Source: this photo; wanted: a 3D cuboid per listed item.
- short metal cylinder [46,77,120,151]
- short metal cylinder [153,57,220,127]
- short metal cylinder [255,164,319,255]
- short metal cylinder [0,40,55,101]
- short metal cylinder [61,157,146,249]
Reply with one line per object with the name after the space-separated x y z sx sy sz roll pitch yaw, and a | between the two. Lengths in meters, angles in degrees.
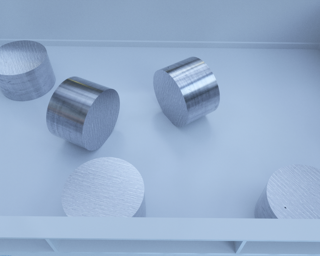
-0.092 -0.018 0.383 0.050 0.080 0.080 21 53 16 | short metal cylinder
0.033 -0.048 0.410 0.050 0.080 0.080 -26 55 -20 | short metal cylinder
0.144 0.085 0.320 0.081 0.050 0.080 0 50 0 | short metal cylinder
-0.202 -0.085 0.458 0.081 0.050 0.080 0 50 0 | short metal cylinder
-0.056 0.077 0.323 0.081 0.050 0.080 0 50 0 | short metal cylinder
